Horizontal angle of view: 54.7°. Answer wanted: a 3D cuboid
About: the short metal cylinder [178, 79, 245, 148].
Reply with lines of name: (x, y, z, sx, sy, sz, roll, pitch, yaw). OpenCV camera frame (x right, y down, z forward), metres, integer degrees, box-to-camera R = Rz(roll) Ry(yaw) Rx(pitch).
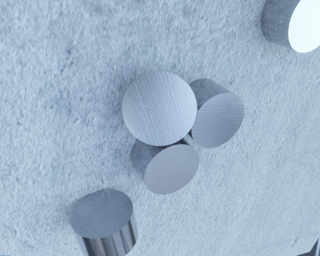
short metal cylinder: (0.065, -0.020, 0.416, 0.081, 0.050, 0.079, -14, 125, -21)

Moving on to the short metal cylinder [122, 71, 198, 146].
short metal cylinder: (0.002, -0.023, 0.353, 0.080, 0.050, 0.079, 1, 95, 8)

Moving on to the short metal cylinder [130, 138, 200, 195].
short metal cylinder: (0.006, 0.043, 0.423, 0.081, 0.050, 0.079, -14, 125, -21)

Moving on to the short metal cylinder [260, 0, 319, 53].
short metal cylinder: (0.180, -0.144, 0.402, 0.081, 0.050, 0.079, -14, 125, -21)

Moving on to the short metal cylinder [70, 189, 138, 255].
short metal cylinder: (-0.072, 0.129, 0.413, 0.081, 0.080, 0.050, -19, 126, -18)
